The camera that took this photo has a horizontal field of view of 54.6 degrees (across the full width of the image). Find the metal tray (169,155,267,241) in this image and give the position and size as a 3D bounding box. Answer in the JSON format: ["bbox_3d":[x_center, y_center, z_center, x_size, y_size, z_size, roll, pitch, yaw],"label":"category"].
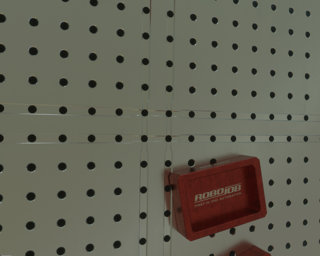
[{"bbox_3d":[0.085,0.096,0.440,0.131,0.030,0.090,-10,94,-20],"label":"metal tray"}]

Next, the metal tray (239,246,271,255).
[{"bbox_3d":[0.138,0.257,0.461,0.091,0.030,0.129,-22,98,-19],"label":"metal tray"}]
